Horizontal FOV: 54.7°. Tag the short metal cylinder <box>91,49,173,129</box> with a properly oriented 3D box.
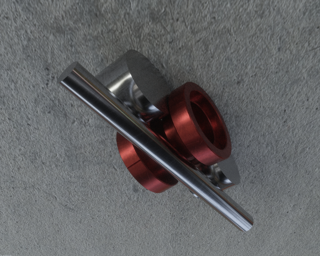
[{"bbox_3d":[-0.028,-0.038,0.339,0.050,0.080,0.080,-32,124,24],"label":"short metal cylinder"}]

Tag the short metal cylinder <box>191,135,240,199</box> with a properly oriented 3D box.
[{"bbox_3d":[0.064,0.049,0.415,0.050,0.080,0.080,-32,124,24],"label":"short metal cylinder"}]

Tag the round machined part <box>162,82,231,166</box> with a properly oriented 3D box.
[{"bbox_3d":[0.040,-0.001,0.361,0.042,0.098,0.098,-29,125,28],"label":"round machined part"}]

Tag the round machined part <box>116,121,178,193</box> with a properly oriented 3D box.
[{"bbox_3d":[-0.005,0.027,0.382,0.042,0.098,0.098,-34,123,20],"label":"round machined part"}]

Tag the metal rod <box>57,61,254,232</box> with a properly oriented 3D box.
[{"bbox_3d":[0.017,0.039,0.338,0.025,0.025,0.300,-33,124,24],"label":"metal rod"}]
